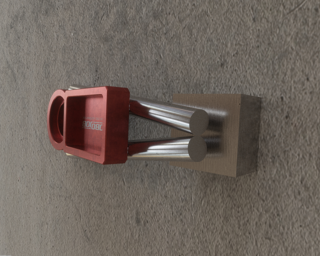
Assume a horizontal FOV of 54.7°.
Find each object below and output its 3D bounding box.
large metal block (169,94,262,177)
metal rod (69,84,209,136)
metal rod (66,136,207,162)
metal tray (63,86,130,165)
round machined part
[{"bbox_3d":[0.059,0.004,0.338,0.080,0.050,0.079,5,93,39],"label":"large metal block"},{"bbox_3d":[-0.053,-0.033,0.406,0.300,0.025,0.025,18,101,51],"label":"metal rod"},{"bbox_3d":[-0.056,0.029,0.409,0.299,0.025,0.025,-6,86,52],"label":"metal rod"},{"bbox_3d":[-0.088,-0.006,0.406,0.130,0.030,0.089,5,93,52],"label":"metal tray"},{"bbox_3d":[-0.146,-0.013,0.505,0.098,0.042,0.097,-1,89,50],"label":"round machined part"}]
